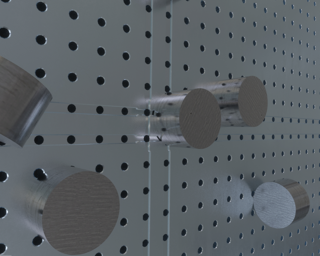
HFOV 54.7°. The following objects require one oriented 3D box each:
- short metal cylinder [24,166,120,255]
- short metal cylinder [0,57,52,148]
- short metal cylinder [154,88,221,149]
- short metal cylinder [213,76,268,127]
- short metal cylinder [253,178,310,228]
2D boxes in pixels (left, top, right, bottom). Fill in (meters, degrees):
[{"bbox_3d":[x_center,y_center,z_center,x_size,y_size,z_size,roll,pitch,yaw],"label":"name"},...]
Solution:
[{"bbox_3d":[-0.089,0.081,0.318,0.081,0.050,0.079,0,90,-40],"label":"short metal cylinder"},{"bbox_3d":[-0.139,-0.023,0.256,0.080,0.080,0.050,37,67,-34],"label":"short metal cylinder"},{"bbox_3d":[0.038,-0.012,0.425,0.081,0.050,0.079,0,90,-40],"label":"short metal cylinder"},{"bbox_3d":[0.130,-0.041,0.501,0.081,0.050,0.079,0,90,-40],"label":"short metal cylinder"},{"bbox_3d":[0.216,0.133,0.555,0.050,0.080,0.079,-2,91,-40],"label":"short metal cylinder"}]
